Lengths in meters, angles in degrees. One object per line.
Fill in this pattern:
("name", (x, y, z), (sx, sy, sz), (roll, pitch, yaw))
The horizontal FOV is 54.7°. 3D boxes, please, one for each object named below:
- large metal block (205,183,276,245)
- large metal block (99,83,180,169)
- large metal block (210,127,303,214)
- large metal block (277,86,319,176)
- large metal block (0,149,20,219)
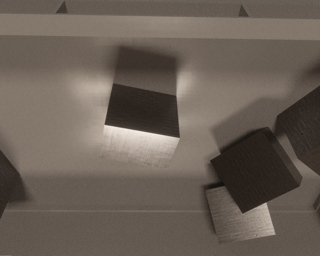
("large metal block", (0.121, 0.124, 0.472), (0.080, 0.080, 0.050), (-15, 169, 12))
("large metal block", (-0.024, -0.004, 0.370), (0.081, 0.080, 0.050), (10, 129, -9))
("large metal block", (0.128, 0.055, 0.414), (0.080, 0.050, 0.080), (-36, 78, 26))
("large metal block", (0.202, -0.001, 0.375), (0.050, 0.080, 0.080), (33, 122, -25))
("large metal block", (-0.252, 0.074, 0.432), (0.050, 0.080, 0.080), (-10, 130, 8))
